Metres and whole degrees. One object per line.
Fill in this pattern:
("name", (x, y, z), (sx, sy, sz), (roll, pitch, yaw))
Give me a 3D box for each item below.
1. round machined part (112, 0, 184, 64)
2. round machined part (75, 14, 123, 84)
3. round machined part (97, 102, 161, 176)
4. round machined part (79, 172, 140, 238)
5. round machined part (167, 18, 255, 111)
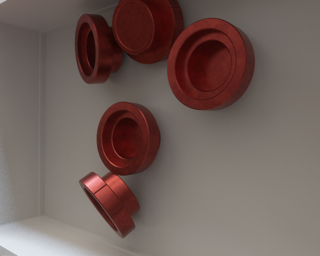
("round machined part", (-0.022, -0.130, 0.394), (0.098, 0.042, 0.097), (16, 118, 33))
("round machined part", (-0.088, -0.114, 0.453), (0.098, 0.042, 0.097), (21, 115, 55))
("round machined part", (-0.038, 0.015, 0.424), (0.098, 0.042, 0.097), (-1, 87, 38))
("round machined part", (-0.064, 0.098, 0.425), (0.098, 0.042, 0.098), (42, 155, 25))
("round machined part", (0.059, -0.068, 0.346), (0.098, 0.042, 0.097), (0, 90, 39))
